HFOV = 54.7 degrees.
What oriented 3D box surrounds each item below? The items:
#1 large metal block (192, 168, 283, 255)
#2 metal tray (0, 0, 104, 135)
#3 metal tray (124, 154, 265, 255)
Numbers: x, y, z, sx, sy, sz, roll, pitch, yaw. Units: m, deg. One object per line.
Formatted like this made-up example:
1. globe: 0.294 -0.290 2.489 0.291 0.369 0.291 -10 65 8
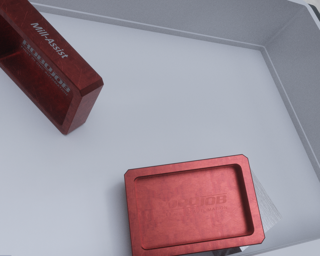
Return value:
1. large metal block: 0.088 0.098 0.379 0.081 0.050 0.080 -20 72 -36
2. metal tray: -0.126 -0.065 0.335 0.130 0.090 0.030 46 51 4
3. metal tray: 0.033 0.082 0.325 0.131 0.030 0.090 -7 74 -2
